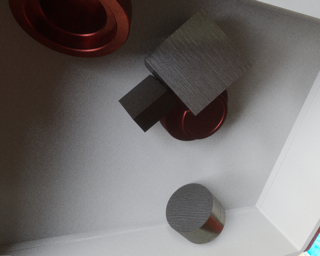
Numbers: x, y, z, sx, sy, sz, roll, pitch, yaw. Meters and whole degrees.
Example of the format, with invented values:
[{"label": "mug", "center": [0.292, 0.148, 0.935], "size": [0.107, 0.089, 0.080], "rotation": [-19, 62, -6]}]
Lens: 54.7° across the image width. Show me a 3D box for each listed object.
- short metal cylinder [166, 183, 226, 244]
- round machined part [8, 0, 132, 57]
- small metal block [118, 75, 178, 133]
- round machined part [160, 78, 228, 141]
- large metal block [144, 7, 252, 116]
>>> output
[{"label": "short metal cylinder", "center": [0.057, 0.135, 0.490], "size": [0.080, 0.080, 0.050], "rotation": [-41, 130, 0]}, {"label": "round machined part", "center": [-0.073, -0.109, 0.269], "size": [0.099, 0.042, 0.098], "rotation": [3, 154, 2]}, {"label": "small metal block", "center": [-0.015, -0.030, 0.367], "size": [0.050, 0.050, 0.025], "rotation": [-40, 130, -1]}, {"label": "round machined part", "center": [0.050, -0.024, 0.412], "size": [0.099, 0.042, 0.097], "rotation": [-14, 125, -21]}, {"label": "large metal block", "center": [0.040, -0.070, 0.348], "size": [0.080, 0.050, 0.080], "rotation": [-42, 94, 0]}]
